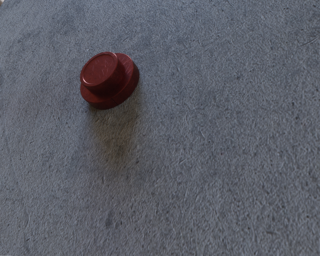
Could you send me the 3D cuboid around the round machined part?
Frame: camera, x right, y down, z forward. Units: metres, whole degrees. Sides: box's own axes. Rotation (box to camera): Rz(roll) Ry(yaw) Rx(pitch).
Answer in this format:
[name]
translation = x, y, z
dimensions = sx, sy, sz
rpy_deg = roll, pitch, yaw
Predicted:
[round machined part]
translation = -0.086, -0.081, 0.488
dimensions = 0.098, 0.042, 0.098
rpy_deg = -13, 56, 21
